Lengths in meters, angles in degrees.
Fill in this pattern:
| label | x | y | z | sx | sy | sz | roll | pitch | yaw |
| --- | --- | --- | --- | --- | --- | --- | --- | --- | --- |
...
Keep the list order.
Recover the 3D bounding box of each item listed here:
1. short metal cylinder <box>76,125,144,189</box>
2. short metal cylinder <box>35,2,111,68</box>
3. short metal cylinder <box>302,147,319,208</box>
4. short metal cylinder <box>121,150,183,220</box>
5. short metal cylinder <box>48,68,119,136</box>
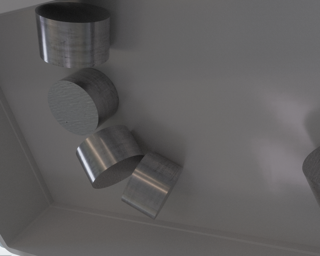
| label | x | y | z | sx | sy | sz | roll | pitch | yaw |
| --- | --- | --- | --- | --- | --- | --- | --- | --- | --- |
| short metal cylinder | -0.066 | 0.040 | 0.424 | 0.050 | 0.081 | 0.080 | 57 | 132 | 21 |
| short metal cylinder | -0.099 | -0.109 | 0.358 | 0.080 | 0.080 | 0.050 | 20 | 126 | 16 |
| short metal cylinder | 0.190 | 0.050 | 0.303 | 0.080 | 0.080 | 0.050 | -19 | 108 | 35 |
| short metal cylinder | -0.010 | 0.078 | 0.427 | 0.050 | 0.080 | 0.079 | 28 | 128 | 10 |
| short metal cylinder | -0.104 | -0.037 | 0.425 | 0.080 | 0.050 | 0.079 | 13 | 124 | 21 |
